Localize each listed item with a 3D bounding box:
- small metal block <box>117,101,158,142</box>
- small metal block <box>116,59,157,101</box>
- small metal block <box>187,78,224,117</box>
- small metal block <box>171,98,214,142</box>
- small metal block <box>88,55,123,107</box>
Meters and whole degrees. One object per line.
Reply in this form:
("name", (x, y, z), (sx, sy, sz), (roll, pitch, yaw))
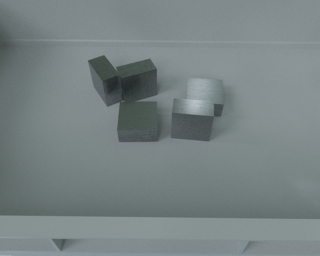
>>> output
("small metal block", (-0.029, -0.009, 0.412), (0.050, 0.025, 0.050), (0, 50, -1))
("small metal block", (-0.032, -0.067, 0.444), (0.050, 0.050, 0.025), (-18, 52, -14))
("small metal block", (0.063, -0.045, 0.443), (0.050, 0.025, 0.050), (5, 50, 4))
("small metal block", (0.041, -0.010, 0.397), (0.050, 0.050, 0.025), (5, 50, 4))
("small metal block", (-0.078, -0.067, 0.445), (0.025, 0.050, 0.050), (-24, 54, -19))
